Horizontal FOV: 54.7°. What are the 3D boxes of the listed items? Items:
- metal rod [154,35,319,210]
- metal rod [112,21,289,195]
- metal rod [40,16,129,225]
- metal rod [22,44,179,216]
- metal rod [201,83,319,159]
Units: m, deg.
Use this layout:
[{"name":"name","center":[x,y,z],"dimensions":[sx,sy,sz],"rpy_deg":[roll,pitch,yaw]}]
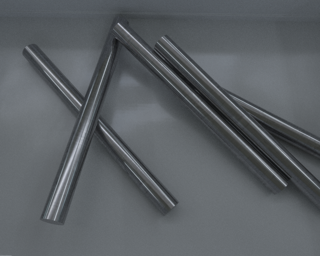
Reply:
[{"name":"metal rod","center":[0.106,-0.009,0.396],"dimensions":[0.025,0.025,0.300],"rpy_deg":[-43,83,-14]},{"name":"metal rod","center":[0.047,-0.032,0.406],"dimensions":[0.025,0.025,0.300],"rpy_deg":[-42,81,-14]},{"name":"metal rod","center":[-0.085,-0.031,0.394],"dimensions":[0.025,0.025,0.300],"rpy_deg":[10,61,3]},{"name":"metal rod","center":[-0.086,-0.007,0.411],"dimensions":[0.025,0.025,0.300],"rpy_deg":[-40,75,-13]},{"name":"metal rod","center":[0.133,-0.015,0.416],"dimensions":[0.301,0.025,0.025],"rpy_deg":[29,73,9]}]
